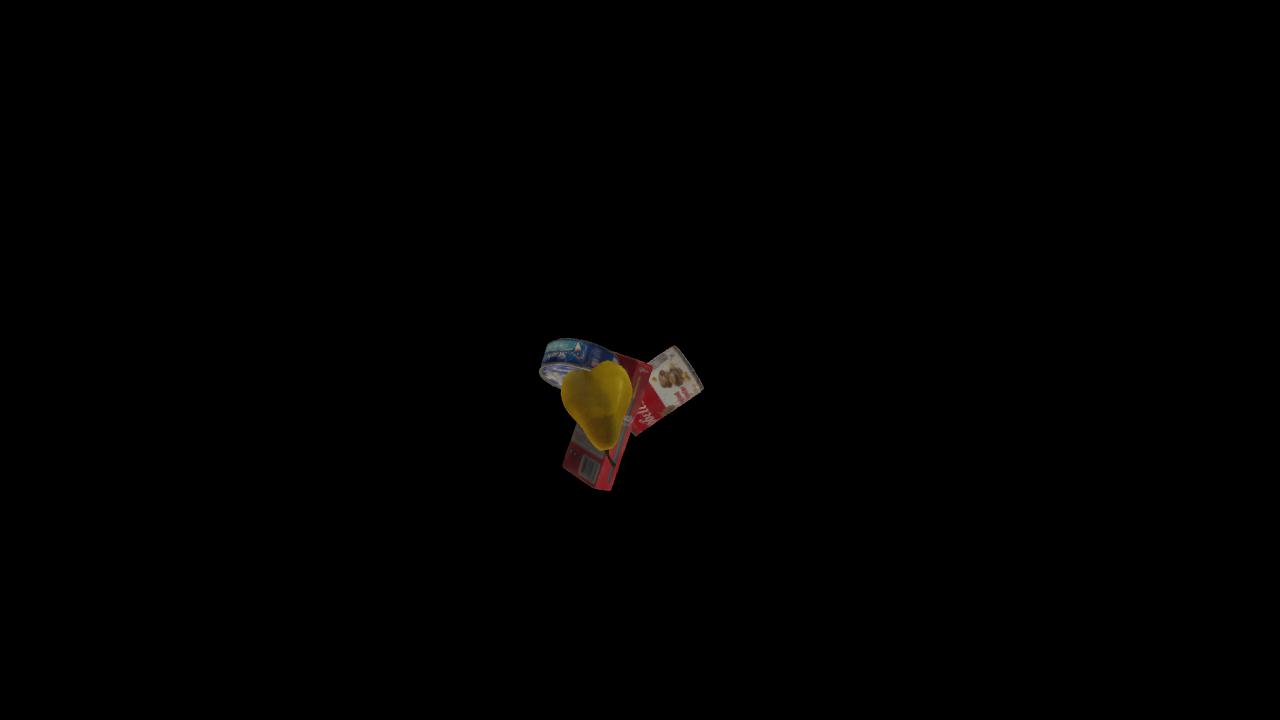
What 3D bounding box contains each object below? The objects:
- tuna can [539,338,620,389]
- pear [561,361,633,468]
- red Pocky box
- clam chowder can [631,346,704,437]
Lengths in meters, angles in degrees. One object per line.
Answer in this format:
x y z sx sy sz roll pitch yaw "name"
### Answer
-0.065 0.008 0.669 0.084 0.034 0.084 10 -22 4 "tuna can"
-0.045 0.057 0.651 0.080 0.111 0.080 -3 -18 -1 "pear"
-0.040 0.069 0.728 0.028 0.155 0.083 19 -1 -35 "red Pocky box"
0.018 0.037 0.743 0.102 0.068 0.068 -34 1 -2 "clam chowder can"
